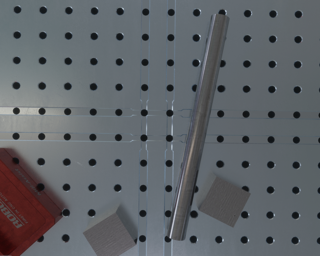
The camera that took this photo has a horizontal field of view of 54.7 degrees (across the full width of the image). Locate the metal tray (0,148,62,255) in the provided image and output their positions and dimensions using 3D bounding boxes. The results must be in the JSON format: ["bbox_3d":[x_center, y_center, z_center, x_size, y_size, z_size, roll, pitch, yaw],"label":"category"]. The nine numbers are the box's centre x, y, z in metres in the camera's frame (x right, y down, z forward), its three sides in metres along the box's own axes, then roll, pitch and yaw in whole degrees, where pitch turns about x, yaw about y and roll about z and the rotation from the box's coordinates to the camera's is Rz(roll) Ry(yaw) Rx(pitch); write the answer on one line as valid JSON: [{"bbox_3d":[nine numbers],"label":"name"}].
[{"bbox_3d":[-0.208,0.102,0.409,0.090,0.030,0.130,-42,90,0],"label":"metal tray"}]

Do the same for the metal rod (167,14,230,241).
[{"bbox_3d":[0.051,-0.001,0.413,0.025,0.025,0.298,11,90,0],"label":"metal rod"}]

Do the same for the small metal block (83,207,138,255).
[{"bbox_3d":[-0.065,0.143,0.413,0.050,0.025,0.050,-32,90,0],"label":"small metal block"}]

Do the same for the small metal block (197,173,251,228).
[{"bbox_3d":[0.084,0.096,0.414,0.050,0.025,0.050,27,90,0],"label":"small metal block"}]
